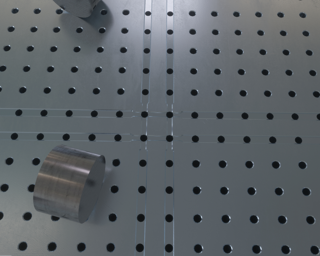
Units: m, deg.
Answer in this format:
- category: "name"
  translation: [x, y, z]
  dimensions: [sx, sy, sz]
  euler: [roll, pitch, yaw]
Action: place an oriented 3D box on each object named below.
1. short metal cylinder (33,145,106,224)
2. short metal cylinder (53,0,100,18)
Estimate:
- category: "short metal cylinder"
  translation: [-0.101, 0.064, 0.358]
  dimensions: [0.050, 0.080, 0.080]
  euler: [14, 71, 5]
- category: "short metal cylinder"
  translation: [-0.125, -0.212, 0.459]
  dimensions: [0.080, 0.080, 0.050]
  euler: [24, 72, 8]
